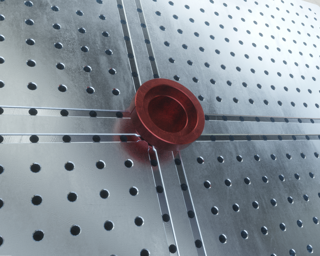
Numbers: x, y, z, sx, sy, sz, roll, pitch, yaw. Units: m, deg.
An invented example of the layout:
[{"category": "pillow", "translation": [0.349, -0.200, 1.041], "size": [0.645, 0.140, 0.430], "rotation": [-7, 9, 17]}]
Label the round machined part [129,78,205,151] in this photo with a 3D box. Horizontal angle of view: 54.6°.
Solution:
[{"category": "round machined part", "translation": [0.006, -0.014, 0.407], "size": [0.099, 0.042, 0.098], "rotation": [13, 56, -21]}]
